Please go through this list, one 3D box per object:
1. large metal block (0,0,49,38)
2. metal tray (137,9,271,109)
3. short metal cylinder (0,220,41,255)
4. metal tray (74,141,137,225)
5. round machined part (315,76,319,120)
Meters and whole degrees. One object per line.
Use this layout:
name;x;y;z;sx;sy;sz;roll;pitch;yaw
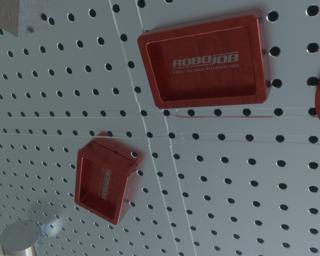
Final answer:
large metal block;-0.188;-0.173;0.387;0.080;0.050;0.079;31;128;8
metal tray;0.047;-0.070;0.339;0.130;0.030;0.089;-1;118;28
short metal cylinder;-0.313;0.257;0.700;0.080;0.080;0.050;21;127;15
metal tray;-0.094;0.094;0.515;0.090;0.030;0.129;25;127;13
round machined part;0.196;-0.024;0.282;0.098;0.042;0.097;13;124;21
